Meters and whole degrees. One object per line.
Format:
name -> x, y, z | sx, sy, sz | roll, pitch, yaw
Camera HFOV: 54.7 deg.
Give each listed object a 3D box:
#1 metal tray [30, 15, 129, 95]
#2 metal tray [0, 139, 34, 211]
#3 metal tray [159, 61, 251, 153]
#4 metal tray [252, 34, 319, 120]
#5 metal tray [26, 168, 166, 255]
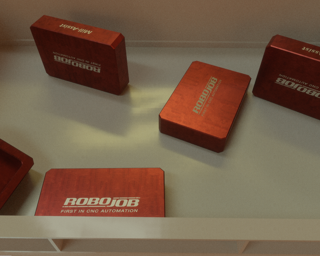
metal tray -> -0.113, -0.104, 0.449 | 0.130, 0.090, 0.030 | 17, 52, 13
metal tray -> -0.215, 0.038, 0.322 | 0.130, 0.030, 0.090 | 36, 50, -15
metal tray -> 0.065, -0.035, 0.432 | 0.090, 0.030, 0.130 | 20, 53, 15
metal tray -> 0.200, -0.063, 0.416 | 0.130, 0.090, 0.030 | 24, 54, 19
metal tray -> -0.060, 0.088, 0.327 | 0.131, 0.030, 0.090 | 0, 50, -1
